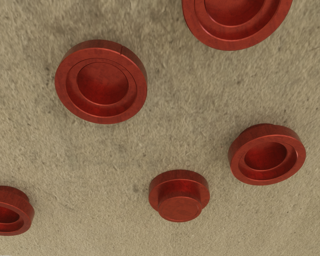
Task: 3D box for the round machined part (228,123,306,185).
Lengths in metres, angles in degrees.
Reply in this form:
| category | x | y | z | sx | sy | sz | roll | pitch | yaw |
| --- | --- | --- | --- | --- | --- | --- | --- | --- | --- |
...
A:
| category | x | y | z | sx | sy | sz | roll | pitch | yaw |
| --- | --- | --- | --- | --- | --- | --- | --- | --- | --- |
| round machined part | 0.143 | 0.032 | 0.426 | 0.099 | 0.042 | 0.097 | -1 | 130 | 0 |

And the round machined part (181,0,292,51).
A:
| category | x | y | z | sx | sy | sz | roll | pitch | yaw |
| --- | --- | --- | --- | --- | --- | --- | --- | --- | --- |
| round machined part | 0.069 | -0.126 | 0.290 | 0.099 | 0.042 | 0.097 | -1 | 130 | 0 |

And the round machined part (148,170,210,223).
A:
| category | x | y | z | sx | sy | sz | roll | pitch | yaw |
| --- | --- | --- | --- | --- | --- | --- | --- | --- | --- |
| round machined part | 0.031 | 0.114 | 0.494 | 0.099 | 0.042 | 0.097 | -1 | 130 | 0 |

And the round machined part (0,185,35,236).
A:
| category | x | y | z | sx | sy | sz | roll | pitch | yaw |
| --- | --- | --- | --- | --- | --- | --- | --- | --- | --- |
| round machined part | -0.255 | 0.131 | 0.504 | 0.099 | 0.042 | 0.097 | -1 | 130 | 0 |

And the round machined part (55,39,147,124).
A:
| category | x | y | z | sx | sy | sz | roll | pitch | yaw |
| --- | --- | --- | --- | --- | --- | --- | --- | --- | --- |
| round machined part | -0.063 | -0.055 | 0.349 | 0.099 | 0.042 | 0.097 | -1 | 130 | 0 |
